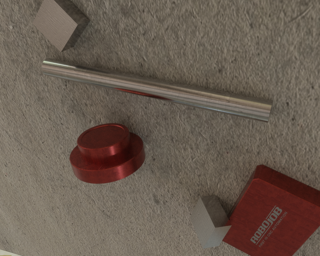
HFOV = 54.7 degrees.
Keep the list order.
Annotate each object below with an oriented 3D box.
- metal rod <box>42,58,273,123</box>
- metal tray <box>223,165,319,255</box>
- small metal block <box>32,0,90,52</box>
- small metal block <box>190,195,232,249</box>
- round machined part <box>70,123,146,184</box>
[{"bbox_3d":[-0.019,-0.052,0.383,0.301,0.025,0.025,14,124,20],"label":"metal rod"},{"bbox_3d":[0.142,0.118,0.402,0.090,0.030,0.129,25,127,12],"label":"metal tray"},{"bbox_3d":[-0.124,-0.133,0.388,0.050,0.025,0.050,46,129,-5],"label":"small metal block"},{"bbox_3d":[0.069,0.130,0.431,0.025,0.050,0.050,0,130,-22],"label":"small metal block"},{"bbox_3d":[-0.071,0.027,0.413,0.098,0.098,0.042,6,121,25],"label":"round machined part"}]
